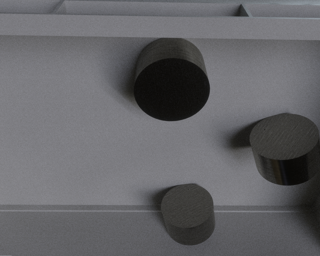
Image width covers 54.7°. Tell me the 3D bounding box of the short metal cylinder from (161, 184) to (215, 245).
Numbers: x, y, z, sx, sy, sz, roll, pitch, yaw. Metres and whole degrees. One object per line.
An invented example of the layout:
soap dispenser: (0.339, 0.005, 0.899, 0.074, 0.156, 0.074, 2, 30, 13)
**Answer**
short metal cylinder: (0.045, 0.136, 0.489, 0.080, 0.080, 0.050, -8, 130, 6)

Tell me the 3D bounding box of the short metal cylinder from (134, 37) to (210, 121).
short metal cylinder: (0.012, -0.054, 0.347, 0.081, 0.050, 0.079, 0, 130, 0)

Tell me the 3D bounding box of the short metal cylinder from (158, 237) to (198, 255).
short metal cylinder: (0.037, 0.260, 0.618, 0.081, 0.050, 0.079, 0, 130, 0)

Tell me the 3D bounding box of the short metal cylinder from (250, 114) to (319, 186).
short metal cylinder: (0.161, 0.027, 0.398, 0.080, 0.080, 0.050, -16, 128, 13)
